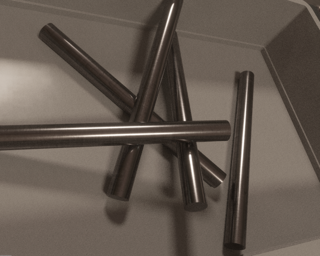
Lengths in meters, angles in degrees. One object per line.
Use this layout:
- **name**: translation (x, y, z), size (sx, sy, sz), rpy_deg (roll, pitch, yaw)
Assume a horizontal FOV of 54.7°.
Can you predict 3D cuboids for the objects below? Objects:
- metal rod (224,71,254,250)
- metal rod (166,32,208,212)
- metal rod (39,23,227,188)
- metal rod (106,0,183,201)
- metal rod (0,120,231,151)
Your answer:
- **metal rod**: translation (0.121, 0.025, 0.458), size (0.025, 0.025, 0.300), rpy_deg (25, 53, -13)
- **metal rod**: translation (0.027, -0.034, 0.417), size (0.025, 0.025, 0.300), rpy_deg (13, 49, -22)
- **metal rod**: translation (-0.035, -0.029, 0.405), size (0.300, 0.025, 0.025), rpy_deg (41, 51, -1)
- **metal rod**: translation (-0.012, -0.057, 0.395), size (0.025, 0.025, 0.299), rpy_deg (22, 65, -16)
- **metal rod**: translation (-0.067, 0.007, 0.326), size (0.302, 0.025, 0.025), rpy_deg (-2, 62, -16)
